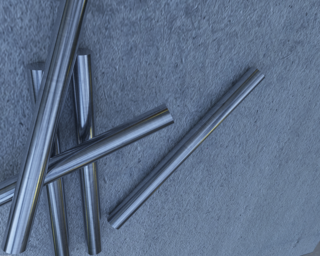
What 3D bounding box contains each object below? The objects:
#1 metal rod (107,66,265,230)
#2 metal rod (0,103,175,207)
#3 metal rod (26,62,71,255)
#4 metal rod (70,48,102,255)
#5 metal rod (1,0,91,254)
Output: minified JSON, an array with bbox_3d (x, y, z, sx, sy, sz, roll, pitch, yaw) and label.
[{"bbox_3d":[0.034,0.031,0.444,0.300,0.025,0.025,-47,129,4],"label":"metal rod"},{"bbox_3d":[-0.125,0.049,0.336,0.301,0.025,0.025,-26,128,0],"label":"metal rod"},{"bbox_3d":[-0.130,0.068,0.377,0.025,0.025,0.298,-9,123,-24],"label":"metal rod"},{"bbox_3d":[-0.090,0.051,0.389,0.025,0.025,0.298,-10,123,-23],"label":"metal rod"},{"bbox_3d":[-0.107,-0.017,0.298,0.025,0.025,0.298,11,101,-33],"label":"metal rod"}]
